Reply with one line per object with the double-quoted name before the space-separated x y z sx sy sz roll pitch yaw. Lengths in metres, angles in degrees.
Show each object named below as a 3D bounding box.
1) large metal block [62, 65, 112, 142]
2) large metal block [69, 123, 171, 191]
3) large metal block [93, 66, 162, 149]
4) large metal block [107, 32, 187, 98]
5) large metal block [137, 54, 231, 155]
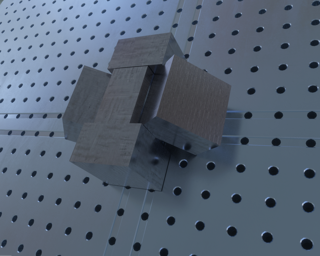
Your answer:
"large metal block" -0.094 -0.025 0.428 0.050 0.080 0.080 18 66 -7
"large metal block" -0.045 0.035 0.372 0.080 0.080 0.050 1 63 28
"large metal block" -0.030 -0.021 0.399 0.050 0.080 0.080 1 62 28
"large metal block" -0.010 -0.079 0.424 0.080 0.080 0.050 1 63 28
"large metal block" 0.030 -0.024 0.360 0.050 0.080 0.080 -32 38 58
